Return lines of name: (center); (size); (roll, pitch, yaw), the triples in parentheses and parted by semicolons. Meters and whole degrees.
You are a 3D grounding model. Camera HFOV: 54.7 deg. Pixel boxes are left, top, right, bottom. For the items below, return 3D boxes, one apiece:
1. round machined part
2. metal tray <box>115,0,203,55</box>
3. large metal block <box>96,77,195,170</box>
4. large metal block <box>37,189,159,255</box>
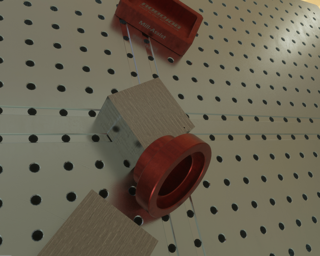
round machined part: (0.010, 0.047, 0.345); (0.099, 0.097, 0.042); (-27, 50, -37)
metal tray: (0.002, -0.189, 0.520); (0.130, 0.030, 0.090); (30, 52, -9)
large metal block: (-0.018, -0.007, 0.387); (0.081, 0.050, 0.080); (-27, 77, -37)
large metal block: (-0.062, 0.119, 0.286); (0.080, 0.050, 0.080); (39, 51, -2)
